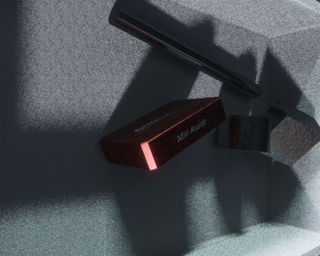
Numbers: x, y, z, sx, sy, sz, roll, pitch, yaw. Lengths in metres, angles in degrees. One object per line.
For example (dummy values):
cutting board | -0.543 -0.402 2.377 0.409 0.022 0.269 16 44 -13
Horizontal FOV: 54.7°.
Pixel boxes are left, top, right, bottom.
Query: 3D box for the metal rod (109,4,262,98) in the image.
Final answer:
metal rod | 0.059 -0.099 0.458 0.302 0.025 0.025 17 79 -39

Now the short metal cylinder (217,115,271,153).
short metal cylinder | 0.130 0.010 0.483 0.081 0.080 0.050 8 85 -40

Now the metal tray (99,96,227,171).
metal tray | 0.006 0.002 0.370 0.131 0.090 0.030 -31 110 -36

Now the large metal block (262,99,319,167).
large metal block | 0.213 0.009 0.529 0.080 0.080 0.050 24 35 -15
